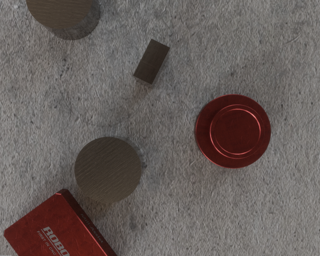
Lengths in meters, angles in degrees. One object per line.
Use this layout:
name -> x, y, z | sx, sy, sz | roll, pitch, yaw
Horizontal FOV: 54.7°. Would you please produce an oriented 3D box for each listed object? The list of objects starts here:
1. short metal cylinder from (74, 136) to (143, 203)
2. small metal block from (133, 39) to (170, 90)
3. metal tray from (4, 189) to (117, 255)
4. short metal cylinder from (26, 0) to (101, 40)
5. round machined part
short metal cylinder -> -0.063, 0.050, 0.397 | 0.081, 0.050, 0.080 | 0, 90, 0
small metal block -> -0.010, -0.080, 0.397 | 0.025, 0.050, 0.050 | 26, 90, 0
metal tray -> -0.126, 0.158, 0.407 | 0.090, 0.030, 0.130 | -36, 90, 0
short metal cylinder -> -0.121, -0.159, 0.396 | 0.081, 0.050, 0.080 | 0, 90, 0
round machined part -> 0.096, 0.005, 0.402 | 0.099, 0.042, 0.097 | 0, 90, 0
